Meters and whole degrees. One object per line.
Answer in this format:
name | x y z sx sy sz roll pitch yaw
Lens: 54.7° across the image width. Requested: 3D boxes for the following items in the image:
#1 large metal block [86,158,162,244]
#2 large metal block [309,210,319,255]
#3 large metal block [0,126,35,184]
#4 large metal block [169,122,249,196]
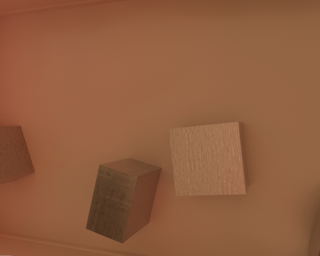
large metal block | -0.043 0.087 0.396 0.050 0.080 0.080 14 95 19
large metal block | 0.201 0.120 0.309 0.080 0.050 0.079 10 123 20
large metal block | -0.249 0.043 0.469 0.050 0.080 0.080 -22 83 19
large metal block | 0.061 0.036 0.376 0.080 0.050 0.080 -6 88 20
